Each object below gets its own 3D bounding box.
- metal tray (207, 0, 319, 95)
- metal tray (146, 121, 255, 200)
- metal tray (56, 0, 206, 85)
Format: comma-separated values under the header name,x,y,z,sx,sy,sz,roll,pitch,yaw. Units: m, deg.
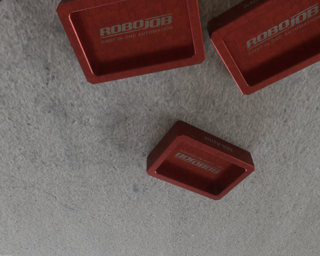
name,x,y,z,sx,sy,sz,roll,pitch,yaw
metal tray,0.127,-0.100,0.320,0.130,0.030,0.090,-27,126,20
metal tray,0.058,0.051,0.448,0.131,0.030,0.089,24,126,-20
metal tray,-0.025,-0.100,0.317,0.131,0.030,0.090,-10,130,7
